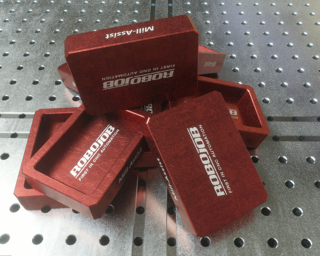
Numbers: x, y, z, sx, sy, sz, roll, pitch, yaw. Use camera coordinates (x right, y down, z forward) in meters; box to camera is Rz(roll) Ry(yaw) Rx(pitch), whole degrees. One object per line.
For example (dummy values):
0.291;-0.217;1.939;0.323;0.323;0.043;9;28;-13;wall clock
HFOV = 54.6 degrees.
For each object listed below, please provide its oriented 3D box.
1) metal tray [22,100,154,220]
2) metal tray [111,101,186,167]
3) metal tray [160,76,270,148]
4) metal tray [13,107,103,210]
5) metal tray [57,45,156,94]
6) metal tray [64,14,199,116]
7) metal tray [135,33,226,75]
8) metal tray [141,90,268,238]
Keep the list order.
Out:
-0.072;0.024;0.345;0.090;0.030;0.130;21;53;17;metal tray
-0.017;-0.010;0.412;0.091;0.030;0.130;-2;48;-4;metal tray
0.068;-0.025;0.402;0.131;0.030;0.090;8;48;-16;metal tray
-0.114;0.031;0.378;0.091;0.030;0.130;-3;49;-3;metal tray
-0.077;-0.080;0.450;0.090;0.030;0.130;-38;44;-27;metal tray
-0.026;-0.065;0.336;0.131;0.090;0.030;-12;51;-4;metal tray
0.033;-0.109;0.452;0.090;0.030;0.131;27;22;21;metal tray
0.047;0.036;0.331;0.091;0.030;0.130;-23;87;-18;metal tray
